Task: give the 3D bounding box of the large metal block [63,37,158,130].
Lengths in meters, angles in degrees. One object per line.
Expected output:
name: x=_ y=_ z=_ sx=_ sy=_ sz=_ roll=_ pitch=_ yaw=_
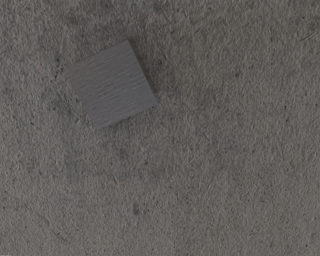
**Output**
large metal block: x=-0.055 y=-0.055 z=0.376 sx=0.080 sy=0.050 sz=0.080 roll=-23 pitch=109 yaw=8
